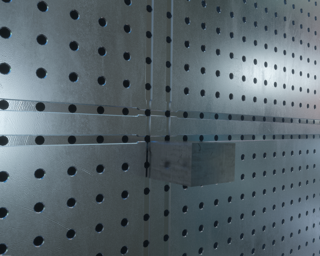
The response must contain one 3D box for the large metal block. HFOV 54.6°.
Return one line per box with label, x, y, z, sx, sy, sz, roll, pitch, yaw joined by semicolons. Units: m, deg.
large metal block;0.041;0.043;0.406;0.081;0.080;0.050;3;89;-40
